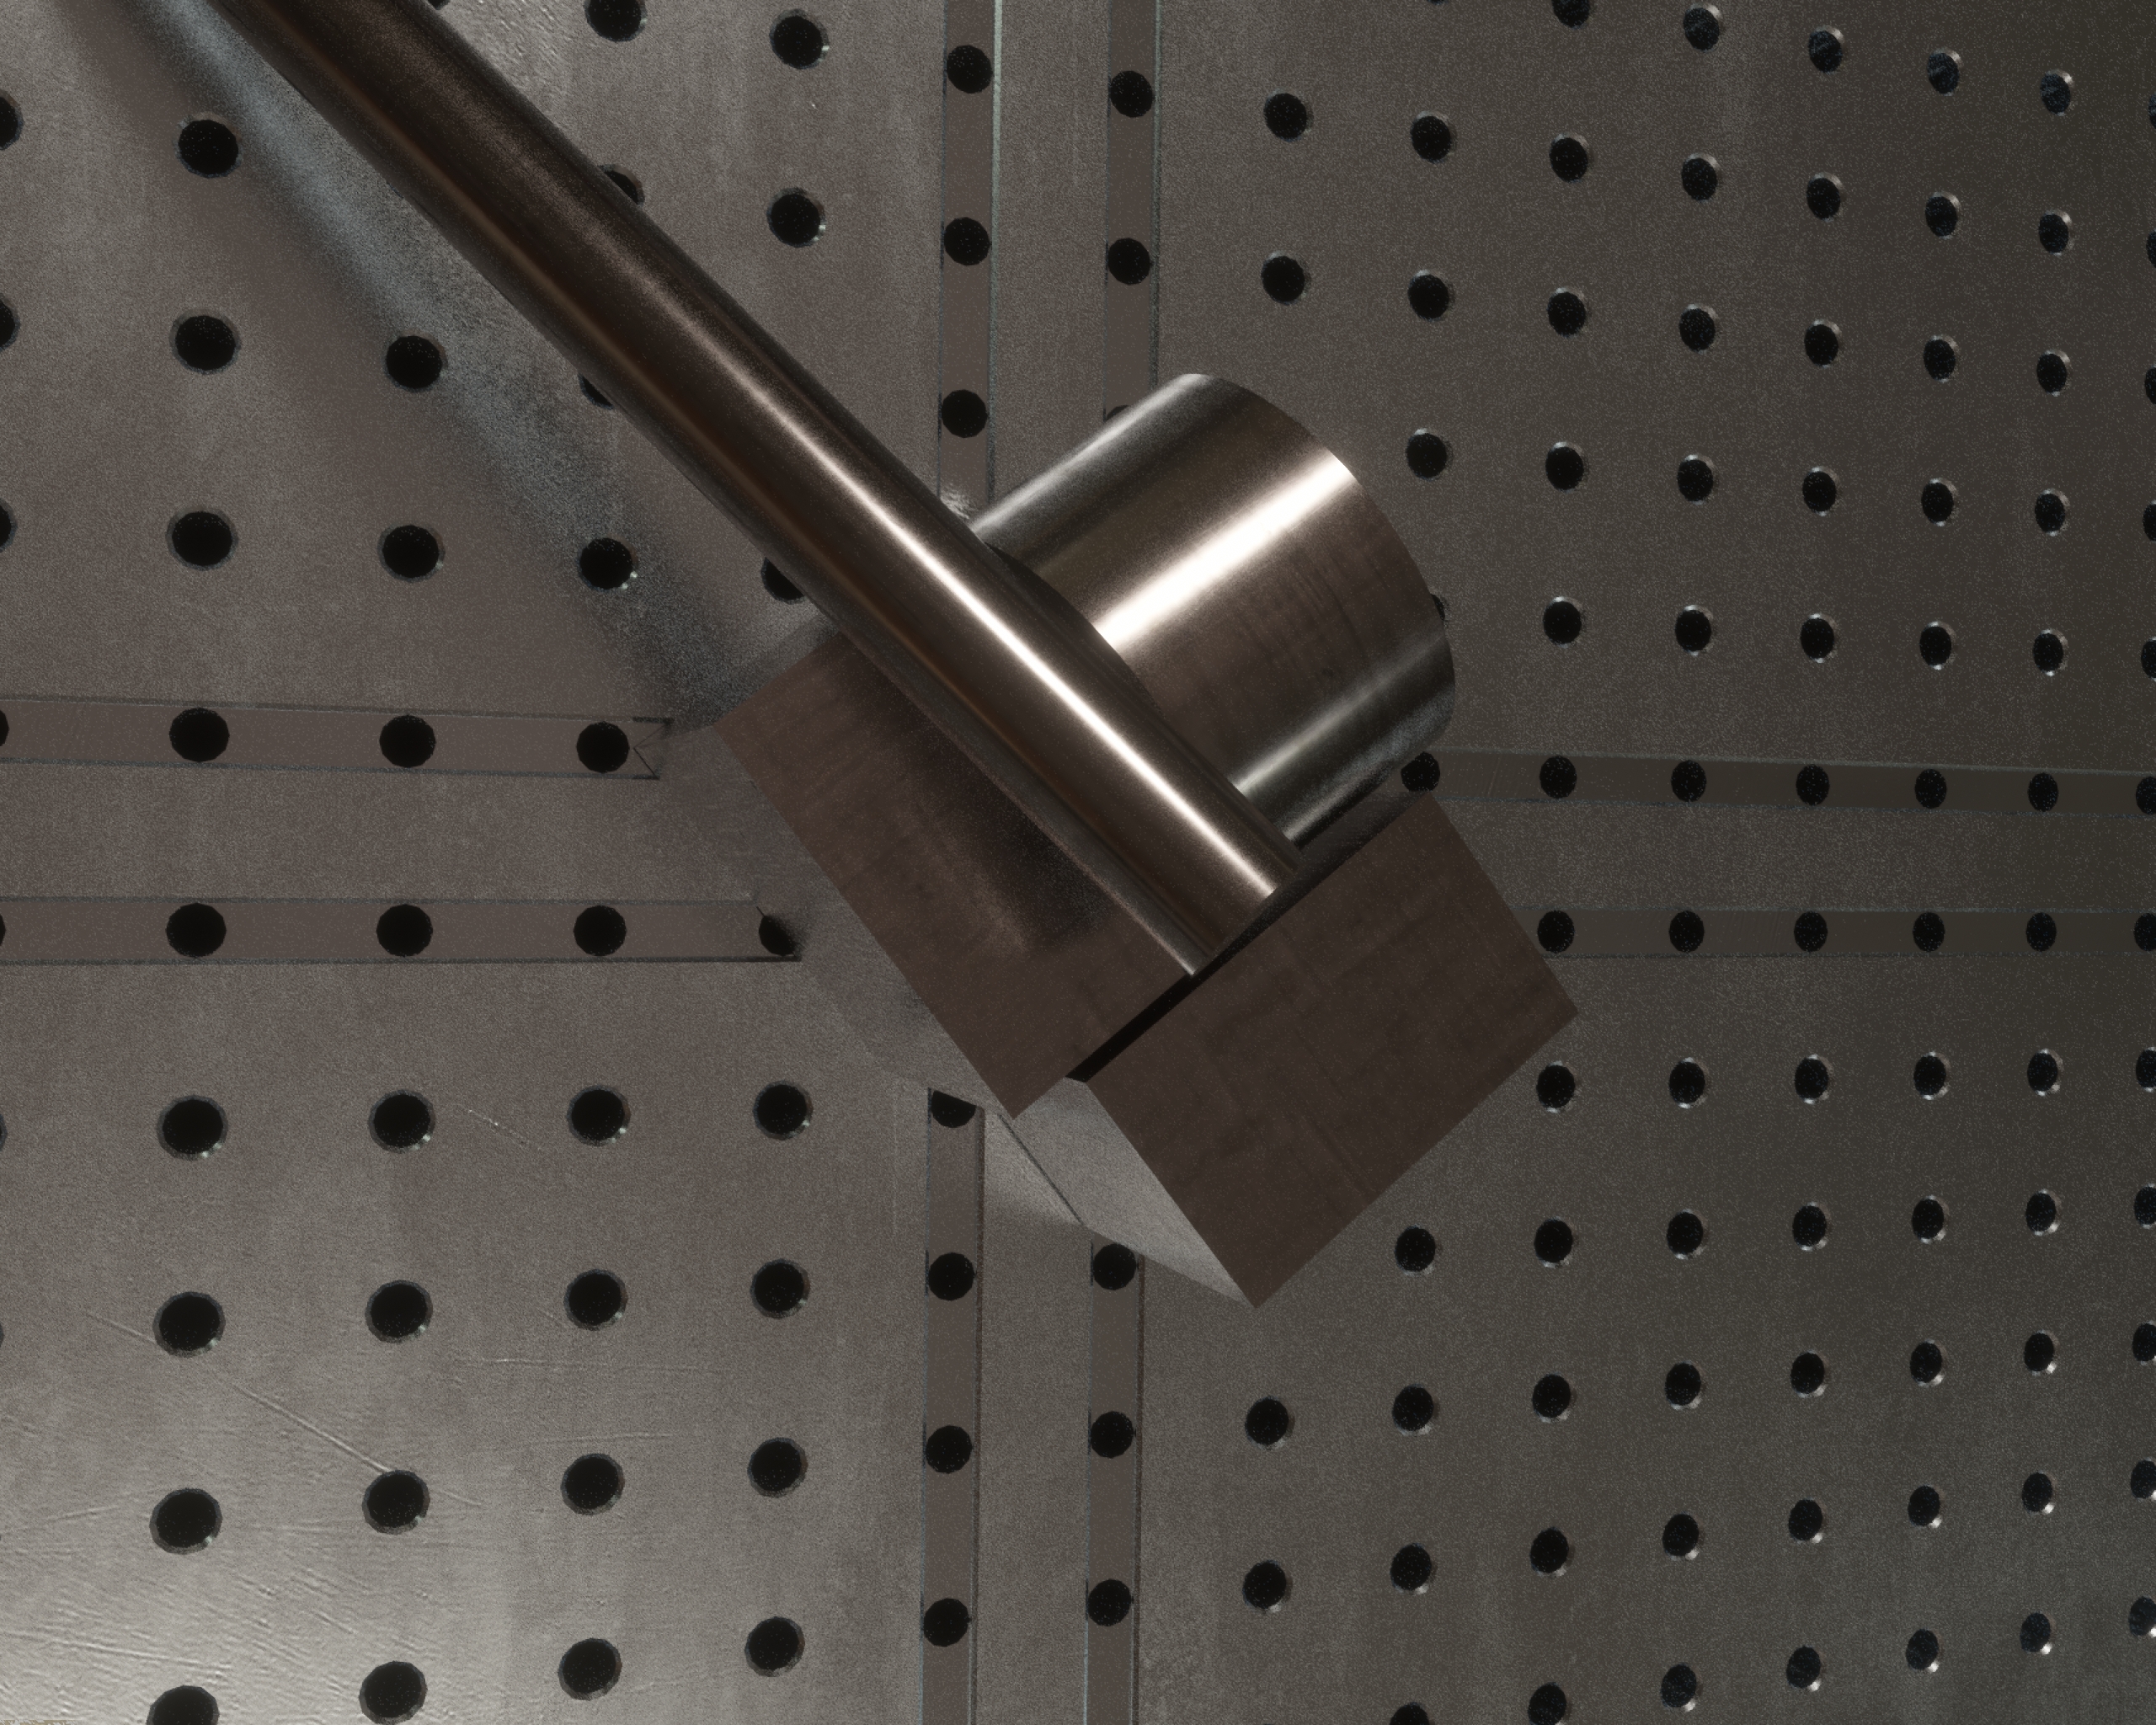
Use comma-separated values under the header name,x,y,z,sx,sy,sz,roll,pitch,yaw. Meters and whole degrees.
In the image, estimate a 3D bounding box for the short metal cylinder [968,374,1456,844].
name,x,y,z,sx,sy,sz,roll,pitch,yaw
short metal cylinder,0.019,-0.037,0.364,0.050,0.080,0.080,-39,103,-16

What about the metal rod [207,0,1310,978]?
name,x,y,z,sx,sy,sz,roll,pitch,yaw
metal rod,-0.080,-0.096,0.328,0.300,0.025,0.025,45,75,7

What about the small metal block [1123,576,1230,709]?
name,x,y,z,sx,sy,sz,roll,pitch,yaw
small metal block,0.015,-0.049,0.420,0.050,0.025,0.050,-43,104,-15

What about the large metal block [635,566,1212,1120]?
name,x,y,z,sx,sy,sz,roll,pitch,yaw
large metal block,-0.029,-0.005,0.374,0.050,0.080,0.080,-40,103,-16

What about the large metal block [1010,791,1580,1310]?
name,x,y,z,sx,sy,sz,roll,pitch,yaw
large metal block,0.032,0.031,0.394,0.080,0.080,0.050,-39,103,-16
